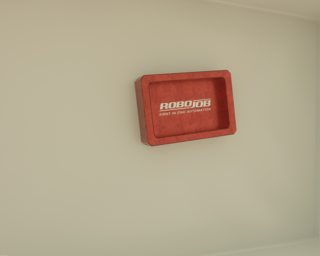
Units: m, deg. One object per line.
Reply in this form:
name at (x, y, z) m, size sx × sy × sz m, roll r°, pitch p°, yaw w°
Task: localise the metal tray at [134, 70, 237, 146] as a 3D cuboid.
metal tray at (0.036, -0.029, 0.420) m, size 0.131 × 0.030 × 0.090 m, roll -7°, pitch 93°, yaw -20°
